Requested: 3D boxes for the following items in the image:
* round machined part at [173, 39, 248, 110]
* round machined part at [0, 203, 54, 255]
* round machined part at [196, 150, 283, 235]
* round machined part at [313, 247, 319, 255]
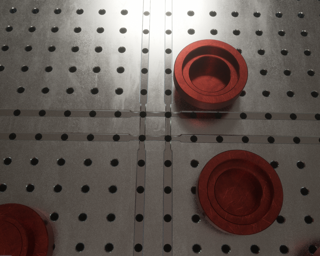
[{"bbox_3d":[0.068,-0.070,0.429,0.099,0.042,0.098,0,70,-1],"label":"round machined part"},{"bbox_3d":[-0.177,0.135,0.351,0.099,0.042,0.098,0,70,-1],"label":"round machined part"},{"bbox_3d":[0.092,0.079,0.375,0.099,0.042,0.098,0,70,-1],"label":"round machined part"},{"bbox_3d":[0.212,0.174,0.342,0.099,0.042,0.098,0,70,-1],"label":"round machined part"}]
